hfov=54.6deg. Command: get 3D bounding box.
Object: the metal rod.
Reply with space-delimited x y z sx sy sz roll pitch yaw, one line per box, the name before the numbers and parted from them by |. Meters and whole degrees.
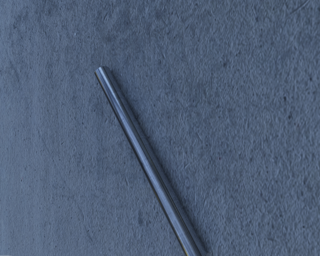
metal rod | -0.022 0.034 0.424 0.025 0.025 0.299 -43 64 31
